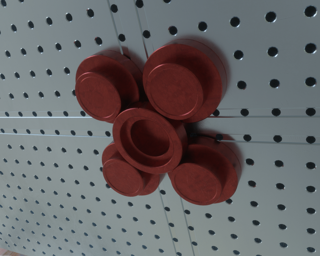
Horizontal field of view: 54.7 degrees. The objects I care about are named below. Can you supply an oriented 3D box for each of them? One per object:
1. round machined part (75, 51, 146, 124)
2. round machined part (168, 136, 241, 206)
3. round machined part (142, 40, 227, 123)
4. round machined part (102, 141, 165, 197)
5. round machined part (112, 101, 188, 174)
[{"bbox_3d":[-0.071,-0.047,0.406,0.098,0.042,0.097,13,124,20],"label":"round machined part"},{"bbox_3d":[0.053,0.063,0.409,0.098,0.042,0.097,13,124,20],"label":"round machined part"},{"bbox_3d":[0.023,-0.048,0.357,0.098,0.042,0.097,13,124,20],"label":"round machined part"},{"bbox_3d":[-0.046,0.064,0.462,0.098,0.042,0.097,13,124,20],"label":"round machined part"},{"bbox_3d":[-0.009,0.009,0.407,0.098,0.042,0.097,13,124,20],"label":"round machined part"}]
